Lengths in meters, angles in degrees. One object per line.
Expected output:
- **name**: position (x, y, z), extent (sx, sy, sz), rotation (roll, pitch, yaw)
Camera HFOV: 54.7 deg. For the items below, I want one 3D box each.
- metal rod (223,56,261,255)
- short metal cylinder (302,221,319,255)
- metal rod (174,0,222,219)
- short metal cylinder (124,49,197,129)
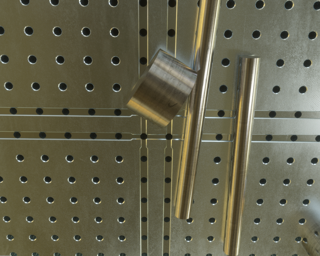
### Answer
- **metal rod**: position (0.111, 0.052, 0.433), extent (0.025, 0.025, 0.298), rotation (0, 110, 0)
- **short metal cylinder**: position (0.268, 0.187, 0.472), extent (0.081, 0.050, 0.079), rotation (0, 110, 0)
- **metal rod**: position (0.046, -0.011, 0.409), extent (0.025, 0.025, 0.298), rotation (5, 110, -2)
- **short metal cylinder**: position (0.000, -0.046, 0.367), extent (0.050, 0.080, 0.080), rotation (31, 107, -11)
